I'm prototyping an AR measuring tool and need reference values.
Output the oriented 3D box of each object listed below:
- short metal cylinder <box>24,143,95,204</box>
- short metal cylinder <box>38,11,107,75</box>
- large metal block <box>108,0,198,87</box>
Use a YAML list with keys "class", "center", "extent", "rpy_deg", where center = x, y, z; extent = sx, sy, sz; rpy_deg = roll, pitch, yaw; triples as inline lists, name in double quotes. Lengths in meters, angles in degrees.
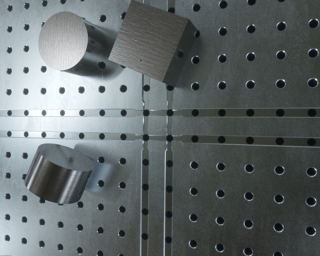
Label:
- class: "short metal cylinder"
  center: [-0.139, 0.062, 0.432]
  extent: [0.080, 0.080, 0.050]
  rpy_deg: [28, 99, 17]
- class: "short metal cylinder"
  center: [-0.124, -0.118, 0.443]
  extent: [0.080, 0.050, 0.079]
  rpy_deg: [0, 90, 20]
- class: "large metal block"
  center: [-0.008, -0.108, 0.402]
  extent: [0.080, 0.050, 0.080]
  rpy_deg: [26, 98, 18]
